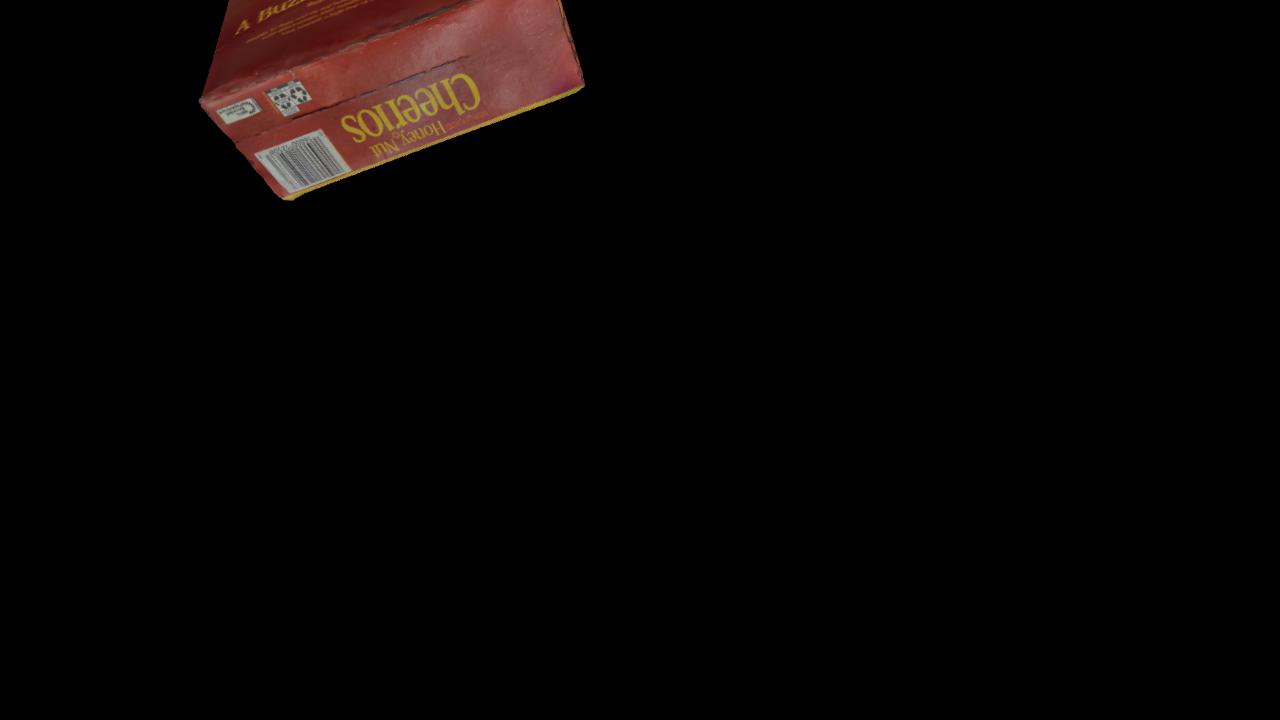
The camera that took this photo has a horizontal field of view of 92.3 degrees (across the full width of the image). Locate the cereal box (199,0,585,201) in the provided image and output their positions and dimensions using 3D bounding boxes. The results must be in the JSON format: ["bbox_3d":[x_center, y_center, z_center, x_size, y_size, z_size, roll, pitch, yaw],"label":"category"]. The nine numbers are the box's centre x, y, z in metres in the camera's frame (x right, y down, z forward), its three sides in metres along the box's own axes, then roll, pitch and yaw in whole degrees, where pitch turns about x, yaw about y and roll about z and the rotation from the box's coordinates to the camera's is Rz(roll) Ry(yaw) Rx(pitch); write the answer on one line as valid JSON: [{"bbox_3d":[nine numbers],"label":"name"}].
[{"bbox_3d":[-0.173,-0.263,0.436,0.203,0.306,0.081,-21,-37,0],"label":"cereal box"}]
